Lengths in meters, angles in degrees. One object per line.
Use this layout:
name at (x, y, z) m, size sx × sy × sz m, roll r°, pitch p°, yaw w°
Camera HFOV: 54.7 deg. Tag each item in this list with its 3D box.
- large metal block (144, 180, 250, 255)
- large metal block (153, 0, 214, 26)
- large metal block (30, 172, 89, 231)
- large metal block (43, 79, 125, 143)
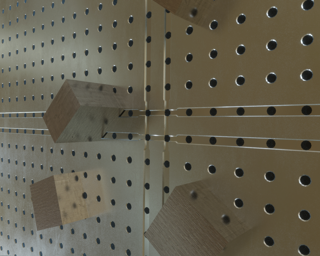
large metal block at (0.040, 0.121, 0.359) m, size 0.080 × 0.050 × 0.080 m, roll 43°, pitch 116°, yaw 31°
large metal block at (0.027, -0.182, 0.369) m, size 0.080 × 0.050 × 0.080 m, roll 45°, pitch 117°, yaw 30°
large metal block at (-0.175, 0.126, 0.534) m, size 0.080 × 0.050 × 0.080 m, roll -23°, pitch 75°, yaw 37°
large metal block at (-0.114, -0.023, 0.465) m, size 0.080 × 0.081 × 0.050 m, roll -48°, pitch 62°, yaw 29°
